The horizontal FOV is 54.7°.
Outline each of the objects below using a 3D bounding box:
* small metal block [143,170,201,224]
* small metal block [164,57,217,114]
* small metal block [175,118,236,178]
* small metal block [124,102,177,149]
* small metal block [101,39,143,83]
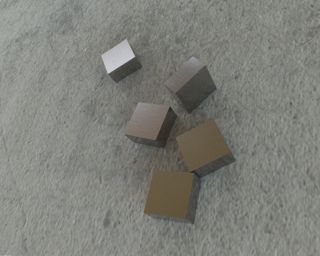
[{"bbox_3d":[0.015,0.077,0.348,0.050,0.025,0.050,0,62,27],"label":"small metal block"},{"bbox_3d":[0.040,-0.054,0.399,0.050,0.050,0.025,-43,51,-2],"label":"small metal block"},{"bbox_3d":[0.053,0.024,0.361,0.050,0.025,0.050,-28,52,10],"label":"small metal block"},{"bbox_3d":[-0.012,-0.004,0.412,0.050,0.025,0.050,10,66,32],"label":"small metal block"},{"bbox_3d":[-0.062,-0.108,0.501,0.050,0.025,0.050,-31,52,8],"label":"small metal block"}]
